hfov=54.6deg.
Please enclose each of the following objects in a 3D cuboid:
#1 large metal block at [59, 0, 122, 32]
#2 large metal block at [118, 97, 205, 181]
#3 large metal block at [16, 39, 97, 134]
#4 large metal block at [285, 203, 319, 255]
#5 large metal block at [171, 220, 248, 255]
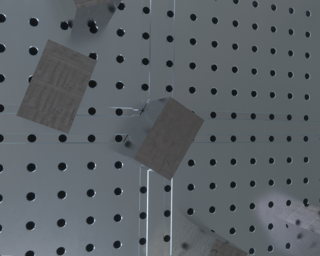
[{"bbox_3d":[-0.088,-0.165,0.351,0.050,0.080,0.080,-22,98,-19],"label":"large metal block"},{"bbox_3d":[-0.002,0.012,0.382,0.050,0.080,0.080,34,79,-17],"label":"large metal block"},{"bbox_3d":[-0.113,-0.041,0.341,0.050,0.080,0.080,22,83,-19],"label":"large metal block"},{"bbox_3d":[0.253,0.172,0.476,0.050,0.080,0.080,-30,100,-17],"label":"large metal block"},{"bbox_3d":[0.056,0.177,0.404,0.050,0.080,0.080,29,81,-18],"label":"large metal block"}]
